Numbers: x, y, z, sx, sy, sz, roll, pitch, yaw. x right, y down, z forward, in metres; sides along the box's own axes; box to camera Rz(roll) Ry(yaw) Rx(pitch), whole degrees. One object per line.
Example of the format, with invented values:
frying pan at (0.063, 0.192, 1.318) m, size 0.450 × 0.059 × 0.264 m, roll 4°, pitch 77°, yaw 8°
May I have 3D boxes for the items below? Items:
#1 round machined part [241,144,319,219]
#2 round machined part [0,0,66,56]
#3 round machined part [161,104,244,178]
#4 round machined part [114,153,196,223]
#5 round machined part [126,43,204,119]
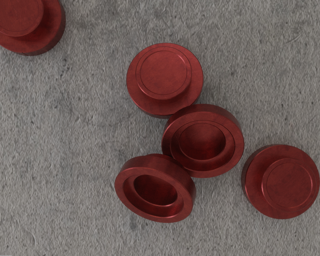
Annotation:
round machined part at (0.160, 0.071, 0.403) m, size 0.099 × 0.042 × 0.097 m, roll 0°, pitch 90°, yaw 0°
round machined part at (-0.177, -0.146, 0.400) m, size 0.099 × 0.042 × 0.097 m, roll 0°, pitch 90°, yaw 0°
round machined part at (0.052, 0.012, 0.388) m, size 0.099 × 0.042 × 0.097 m, roll 3°, pitch 122°, yaw 4°
round machined part at (-0.003, 0.070, 0.385) m, size 0.098 × 0.042 × 0.097 m, roll 11°, pitch 130°, yaw 13°
round machined part at (0.006, -0.063, 0.392) m, size 0.099 × 0.042 × 0.098 m, roll -1°, pitch 79°, yaw 4°
